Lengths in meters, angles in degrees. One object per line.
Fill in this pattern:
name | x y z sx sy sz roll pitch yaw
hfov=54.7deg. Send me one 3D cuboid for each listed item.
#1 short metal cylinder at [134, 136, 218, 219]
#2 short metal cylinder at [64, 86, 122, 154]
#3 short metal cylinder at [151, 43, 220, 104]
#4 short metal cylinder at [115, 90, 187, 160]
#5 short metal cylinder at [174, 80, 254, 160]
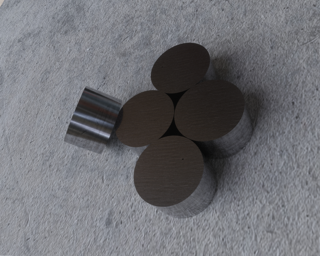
short metal cylinder | 0.018 0.055 0.346 0.080 0.050 0.080 -13 56 21
short metal cylinder | -0.090 -0.010 0.416 0.080 0.050 0.080 -157 89 -78
short metal cylinder | 0.035 -0.065 0.411 0.080 0.050 0.080 -13 56 21
short metal cylinder | -0.009 -0.001 0.395 0.080 0.050 0.080 -13 56 21
short metal cylinder | 0.064 -0.009 0.362 0.080 0.050 0.080 -13 56 21
